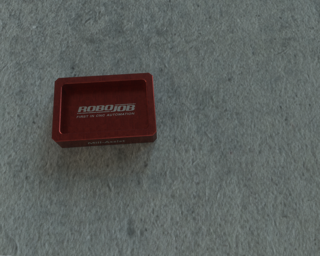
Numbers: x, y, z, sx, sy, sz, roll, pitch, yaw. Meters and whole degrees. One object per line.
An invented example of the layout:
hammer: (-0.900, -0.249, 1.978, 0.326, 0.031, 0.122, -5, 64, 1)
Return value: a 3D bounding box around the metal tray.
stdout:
metal tray: (-0.072, -0.024, 0.413, 0.131, 0.030, 0.090, -4, 70, -2)
